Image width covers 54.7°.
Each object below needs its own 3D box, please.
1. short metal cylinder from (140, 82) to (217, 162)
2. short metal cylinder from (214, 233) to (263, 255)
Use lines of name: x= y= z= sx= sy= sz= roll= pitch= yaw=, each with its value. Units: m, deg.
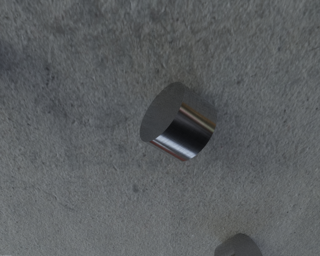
short metal cylinder: x=0.020 y=-0.007 z=0.365 sx=0.050 sy=0.080 sz=0.080 roll=32 pitch=123 yaw=-25
short metal cylinder: x=0.150 y=0.248 z=0.585 sx=0.080 sy=0.080 sz=0.050 roll=28 pitch=125 yaw=-22
